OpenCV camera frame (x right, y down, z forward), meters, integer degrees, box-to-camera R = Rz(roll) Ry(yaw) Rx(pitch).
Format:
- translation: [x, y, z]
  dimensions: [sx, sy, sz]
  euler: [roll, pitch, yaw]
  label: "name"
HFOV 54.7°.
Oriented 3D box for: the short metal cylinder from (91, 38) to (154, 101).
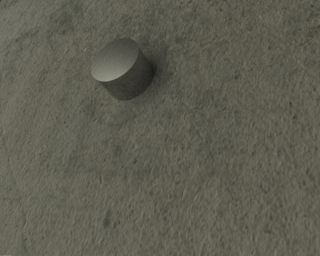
- translation: [-0.056, -0.089, 0.470]
  dimensions: [0.080, 0.050, 0.080]
  euler: [-13, 56, 20]
  label: "short metal cylinder"
